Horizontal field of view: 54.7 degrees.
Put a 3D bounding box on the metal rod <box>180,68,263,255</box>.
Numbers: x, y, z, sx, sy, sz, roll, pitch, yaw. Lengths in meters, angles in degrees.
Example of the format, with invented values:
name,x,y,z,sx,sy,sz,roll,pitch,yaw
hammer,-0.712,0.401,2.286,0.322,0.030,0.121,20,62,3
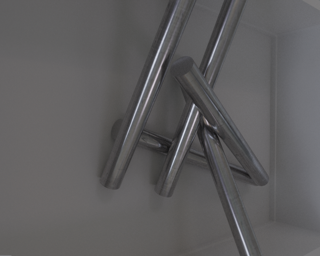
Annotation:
name,x,y,z,sx,sy,sz,roll,pitch,yaw
metal rod,0.075,0.050,0.391,0.025,0.025,0.299,-2,67,-40

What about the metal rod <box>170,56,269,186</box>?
name,x,y,z,sx,sy,sz,roll,pitch,yaw
metal rod,0.095,0.013,0.407,0.300,0.025,0.025,44,63,-46

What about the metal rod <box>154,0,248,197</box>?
name,x,y,z,sx,sy,sz,roll,pitch,yaw
metal rod,0.053,-0.052,0.369,0.025,0.025,0.298,7,109,-40

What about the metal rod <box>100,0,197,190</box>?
name,x,y,z,sx,sy,sz,roll,pitch,yaw
metal rod,-0.002,-0.068,0.322,0.025,0.025,0.298,10,110,-40

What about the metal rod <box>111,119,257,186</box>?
name,x,y,z,sx,sy,sz,roll,pitch,yaw
metal rod,0.060,0.046,0.456,0.302,0.025,0.025,22,76,-38
